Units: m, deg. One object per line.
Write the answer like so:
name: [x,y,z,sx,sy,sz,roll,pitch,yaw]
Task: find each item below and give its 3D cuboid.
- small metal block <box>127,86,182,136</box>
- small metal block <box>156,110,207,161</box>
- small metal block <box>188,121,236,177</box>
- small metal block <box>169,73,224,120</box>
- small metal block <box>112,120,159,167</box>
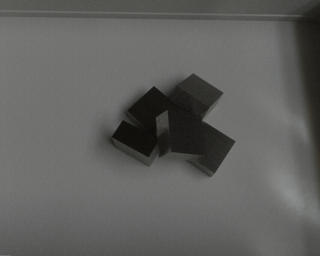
small metal block: [-0.007,-0.019,0.414,0.050,0.025,0.050,42,75,13]
small metal block: [0.025,0.010,0.366,0.050,0.025,0.050,9,66,-32]
small metal block: [0.060,0.027,0.399,0.050,0.025,0.050,34,73,11]
small metal block: [0.049,-0.042,0.412,0.050,0.025,0.050,35,41,11]
small metal block: [-0.029,0.020,0.386,0.050,0.050,0.025,28,73,9]
